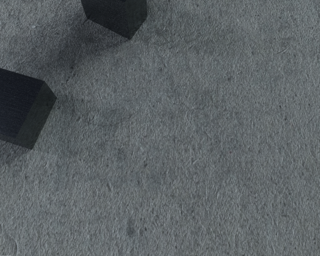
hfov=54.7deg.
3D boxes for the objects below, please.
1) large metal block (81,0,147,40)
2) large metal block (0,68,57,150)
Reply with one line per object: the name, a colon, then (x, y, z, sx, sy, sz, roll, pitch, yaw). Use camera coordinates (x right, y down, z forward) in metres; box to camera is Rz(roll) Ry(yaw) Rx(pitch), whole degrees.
large metal block: (-0.067, -0.186, 0.446, 0.080, 0.080, 0.050, 29, 73, 10)
large metal block: (-0.195, -0.026, 0.403, 0.080, 0.050, 0.080, 17, 71, 6)
